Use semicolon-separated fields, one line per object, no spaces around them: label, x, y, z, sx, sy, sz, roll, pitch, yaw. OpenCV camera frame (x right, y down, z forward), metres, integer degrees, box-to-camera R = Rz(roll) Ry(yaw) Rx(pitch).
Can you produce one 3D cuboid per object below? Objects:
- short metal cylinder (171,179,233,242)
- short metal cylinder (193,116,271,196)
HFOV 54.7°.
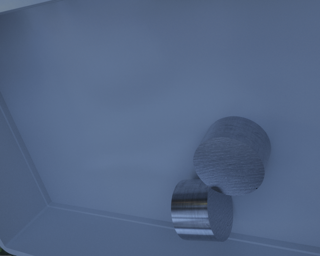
short metal cylinder;0.057;0.107;0.408;0.050;0.080;0.080;-11;113;32
short metal cylinder;0.086;0.033;0.367;0.080;0.050;0.079;13;124;20
